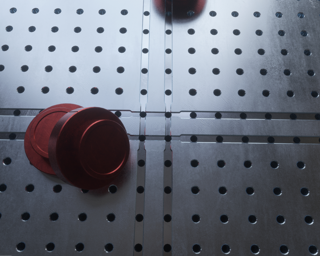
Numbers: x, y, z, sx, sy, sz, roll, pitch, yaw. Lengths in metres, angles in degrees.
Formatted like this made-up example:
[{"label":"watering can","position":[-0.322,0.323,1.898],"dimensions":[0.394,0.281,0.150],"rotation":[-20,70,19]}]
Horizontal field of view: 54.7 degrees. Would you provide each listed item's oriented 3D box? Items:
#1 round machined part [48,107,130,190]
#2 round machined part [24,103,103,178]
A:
[{"label":"round machined part","position":[-0.075,0.024,0.363],"dimensions":[0.042,0.098,0.098],"rotation":[1,62,46]},{"label":"round machined part","position":[-0.125,0.012,0.397],"dimensions":[0.099,0.042,0.098],"rotation":[0,70,-1]}]
